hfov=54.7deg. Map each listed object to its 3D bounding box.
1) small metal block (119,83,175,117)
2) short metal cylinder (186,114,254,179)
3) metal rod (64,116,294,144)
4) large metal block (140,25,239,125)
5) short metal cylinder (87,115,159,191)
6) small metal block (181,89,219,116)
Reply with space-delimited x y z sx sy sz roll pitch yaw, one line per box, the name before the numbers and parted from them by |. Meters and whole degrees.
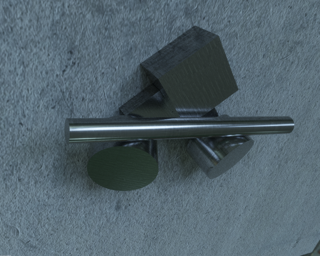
small metal block | -0.015 -0.019 0.389 0.050 0.025 0.050 -38 129 -4
short metal cylinder | 0.084 0.027 0.437 0.080 0.050 0.080 -31 154 -17
metal rod | 0.045 -0.001 0.366 0.303 0.025 0.025 -2 119 -28
large metal block | 0.037 -0.061 0.372 0.080 0.050 0.080 -36 129 -4
short metal cylinder | -0.043 0.031 0.369 0.081 0.050 0.079 -2 133 -2
small metal block | 0.049 -0.017 0.424 0.050 0.025 0.050 -37 129 -3
